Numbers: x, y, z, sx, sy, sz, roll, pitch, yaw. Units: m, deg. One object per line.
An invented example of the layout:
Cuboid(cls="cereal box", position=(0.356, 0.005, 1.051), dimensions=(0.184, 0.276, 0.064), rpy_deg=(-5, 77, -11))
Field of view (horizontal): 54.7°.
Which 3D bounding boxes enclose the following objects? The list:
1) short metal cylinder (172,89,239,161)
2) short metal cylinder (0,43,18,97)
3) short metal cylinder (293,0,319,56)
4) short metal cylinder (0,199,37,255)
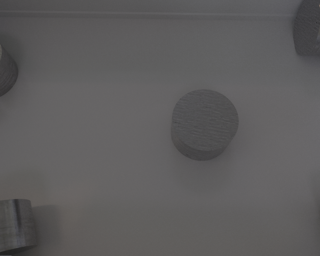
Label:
Cuboid(cls="short metal cylinder", position=(0.055, -0.003, 0.398), dimensions=(0.081, 0.050, 0.080), rpy_deg=(0, 70, 0))
Cuboid(cls="short metal cylinder", position=(-0.246, -0.085, 0.425), dimensions=(0.081, 0.050, 0.080), rpy_deg=(0, 70, 0))
Cuboid(cls="short metal cylinder", position=(0.229, -0.142, 0.434), dimensions=(0.050, 0.080, 0.080), rpy_deg=(0, 70, 0))
Cuboid(cls="short metal cylinder", position=(-0.180, 0.114, 0.337), dimensions=(0.081, 0.080, 0.050), rpy_deg=(-15, 71, -6))
